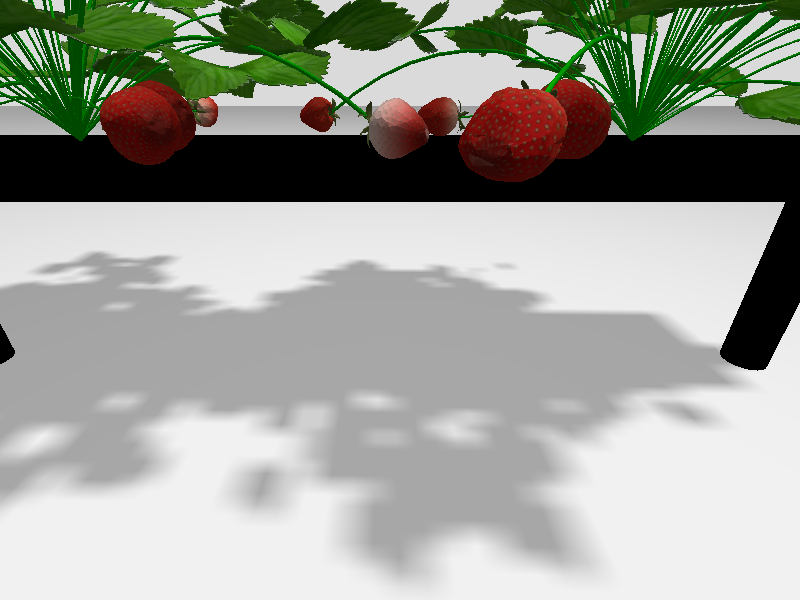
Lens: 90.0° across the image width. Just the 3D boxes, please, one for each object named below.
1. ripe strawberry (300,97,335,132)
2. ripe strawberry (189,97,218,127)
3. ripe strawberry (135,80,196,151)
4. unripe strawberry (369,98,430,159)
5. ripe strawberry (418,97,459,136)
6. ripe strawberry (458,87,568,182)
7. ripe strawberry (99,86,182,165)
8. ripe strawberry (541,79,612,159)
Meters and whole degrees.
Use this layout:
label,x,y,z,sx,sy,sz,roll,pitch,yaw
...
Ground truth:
label,x,y,z,sx,sy,sz,roll,pitch,yaw
ripe strawberry,-0.079,-0.176,0.382,0.031,0.031,0.034,3,27,15
ripe strawberry,-0.230,-0.225,0.474,0.034,0.036,0.037,4,27,9
ripe strawberry,-0.149,-0.116,0.254,0.039,0.041,0.036,17,32,28
unripe strawberry,0.000,-0.098,0.231,0.034,0.033,0.031,15,30,16
ripe strawberry,0.032,-0.157,0.342,0.035,0.030,0.035,4,27,9
ripe strawberry,0.040,-0.059,0.150,0.039,0.035,0.035,20,51,33
ripe strawberry,-0.135,-0.092,0.212,0.040,0.039,0.037,24,36,37
ripe strawberry,0.086,-0.096,0.214,0.046,0.039,0.046,22,35,36
